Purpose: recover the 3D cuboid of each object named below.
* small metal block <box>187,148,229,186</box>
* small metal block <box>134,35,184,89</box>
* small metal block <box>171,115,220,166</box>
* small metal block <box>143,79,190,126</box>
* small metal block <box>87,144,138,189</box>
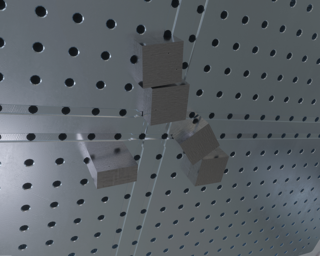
[{"bbox_3d":[0.075,0.061,0.489,0.050,0.025,0.050,-4,120,-27],"label":"small metal block"},{"bbox_3d":[-0.002,-0.077,0.362,0.050,0.025,0.050,-13,124,-21],"label":"small metal block"},{"bbox_3d":[0.053,0.018,0.450,0.050,0.025,0.050,-36,129,-4],"label":"small metal block"},{"bbox_3d":[0.007,-0.034,0.393,0.050,0.025,0.050,-10,123,-23],"label":"small metal block"},{"bbox_3d":[-0.061,0.047,0.390,0.050,0.050,0.025,-7,122,-25],"label":"small metal block"}]
